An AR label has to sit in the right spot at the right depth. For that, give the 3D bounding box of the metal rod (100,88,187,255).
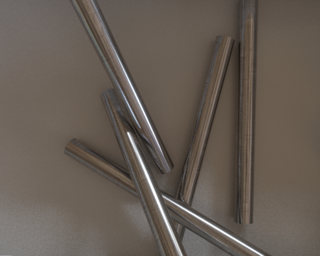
[{"bbox_3d":[-0.011,0.077,0.347,0.025,0.025,0.299,-25,64,0],"label":"metal rod"}]

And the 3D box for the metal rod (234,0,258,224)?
[{"bbox_3d":[0.115,-0.024,0.412,0.025,0.025,0.298,1,90,-1],"label":"metal rod"}]

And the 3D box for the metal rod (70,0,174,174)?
[{"bbox_3d":[-0.050,-0.069,0.350,0.025,0.025,0.299,-25,115,0],"label":"metal rod"}]

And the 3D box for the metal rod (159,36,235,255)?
[{"bbox_3d":[0.049,0.026,0.412,0.025,0.025,0.298,15,90,-1],"label":"metal rod"}]

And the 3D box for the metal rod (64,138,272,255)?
[{"bbox_3d":[0.011,0.097,0.388,0.301,0.025,0.025,29,90,9],"label":"metal rod"}]
